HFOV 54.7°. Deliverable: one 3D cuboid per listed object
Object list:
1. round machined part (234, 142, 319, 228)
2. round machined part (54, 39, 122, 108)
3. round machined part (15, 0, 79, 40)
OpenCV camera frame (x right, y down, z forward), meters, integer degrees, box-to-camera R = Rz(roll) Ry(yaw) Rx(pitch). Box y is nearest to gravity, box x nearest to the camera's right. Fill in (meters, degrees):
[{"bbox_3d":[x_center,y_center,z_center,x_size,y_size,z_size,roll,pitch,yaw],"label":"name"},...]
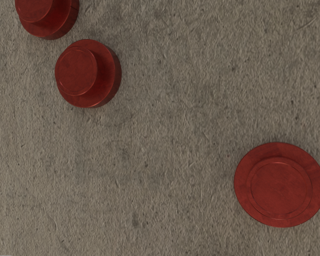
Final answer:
[{"bbox_3d":[0.134,0.065,0.352,0.098,0.042,0.097,0,90,20],"label":"round machined part"},{"bbox_3d":[-0.108,-0.077,0.438,0.098,0.042,0.097,0,90,20],"label":"round machined part"},{"bbox_3d":[-0.174,-0.185,0.461,0.098,0.042,0.097,0,90,20],"label":"round machined part"}]
